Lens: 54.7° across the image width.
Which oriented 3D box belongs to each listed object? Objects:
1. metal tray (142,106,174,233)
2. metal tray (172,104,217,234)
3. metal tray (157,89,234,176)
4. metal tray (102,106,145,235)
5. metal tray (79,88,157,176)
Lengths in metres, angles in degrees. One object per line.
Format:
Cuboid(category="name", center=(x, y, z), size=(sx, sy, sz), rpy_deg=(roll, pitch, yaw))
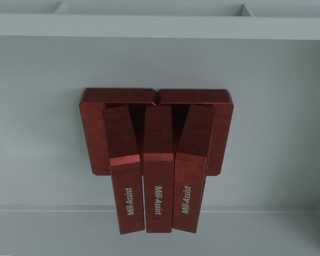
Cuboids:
Cuboid(category="metal tray", center=(-0.002, 0.050, 0.366), size=(0.030, 0.090, 0.129), rpy_deg=(0, 128, 0))
Cuboid(category="metal tray", center=(0.039, 0.049, 0.364), size=(0.030, 0.090, 0.129), rpy_deg=(9, 131, 11))
Cuboid(category="metal tray", center=(0.041, 0.010, 0.413), size=(0.091, 0.030, 0.129), rpy_deg=(0, 130, -1))
Cuboid(category="metal tray", center=(-0.042, 0.051, 0.364), size=(0.030, 0.090, 0.129), rpy_deg=(-8, 131, -10))
Cuboid(category="metal tray", center=(-0.050, 0.010, 0.410), size=(0.091, 0.030, 0.129), rpy_deg=(0, 130, -1))
